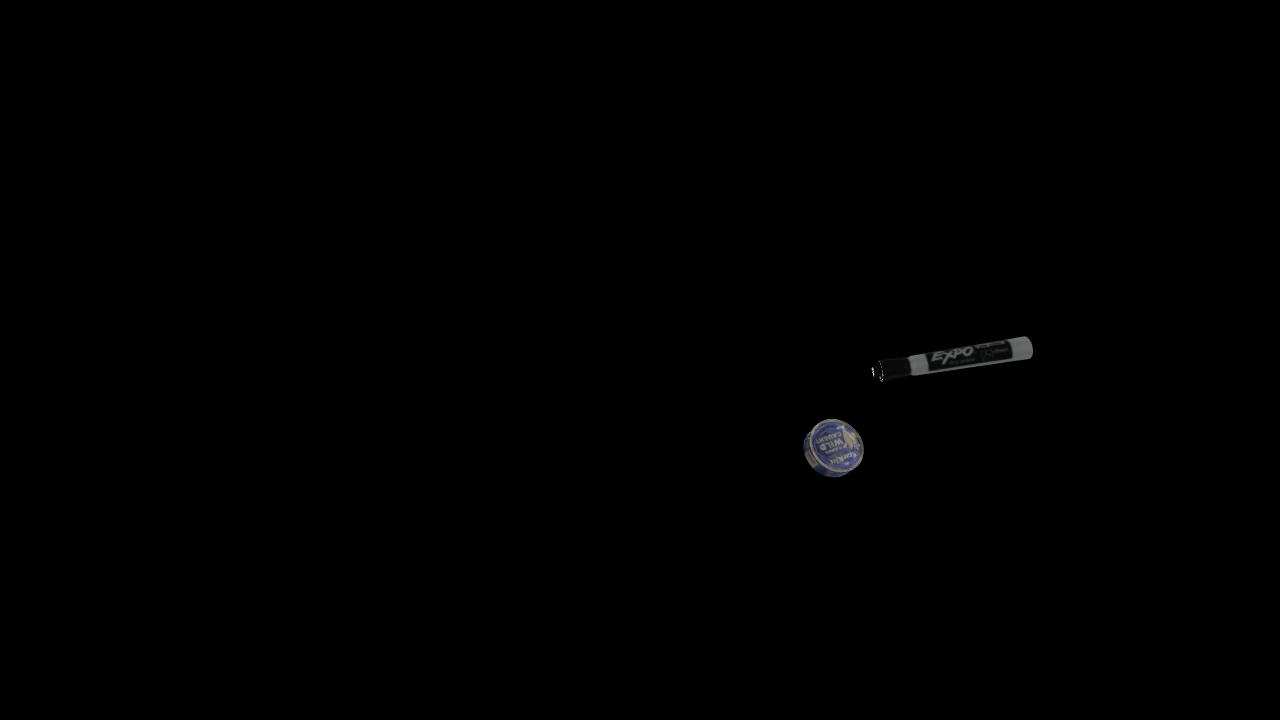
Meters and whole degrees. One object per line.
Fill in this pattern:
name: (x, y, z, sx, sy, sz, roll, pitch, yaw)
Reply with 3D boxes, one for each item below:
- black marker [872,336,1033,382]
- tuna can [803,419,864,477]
black marker: (0.253, 0.000, 0.505, 0.121, 0.020, 0.020, -10, -1, 9)
tuna can: (0.293, 0.134, 0.934, 0.084, 0.084, 0.034, 0, -27, -7)
